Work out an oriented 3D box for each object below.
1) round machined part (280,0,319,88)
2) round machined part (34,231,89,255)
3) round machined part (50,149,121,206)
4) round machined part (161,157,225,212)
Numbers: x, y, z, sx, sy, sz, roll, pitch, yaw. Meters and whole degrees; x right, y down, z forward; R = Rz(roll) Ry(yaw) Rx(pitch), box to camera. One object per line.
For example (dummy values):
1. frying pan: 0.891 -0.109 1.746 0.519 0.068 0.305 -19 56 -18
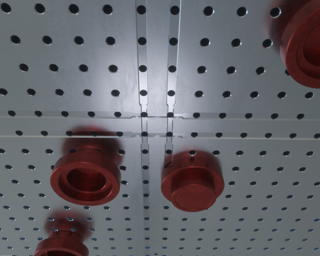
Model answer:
1. round machined part: 0.175 -0.093 0.322 0.099 0.042 0.097 0 130 0
2. round machined part: -0.187 0.236 0.600 0.099 0.042 0.097 0 130 0
3. round machined part: -0.107 0.069 0.458 0.099 0.042 0.097 0 130 0
4. round machined part: 0.051 0.094 0.480 0.099 0.042 0.097 0 130 0
